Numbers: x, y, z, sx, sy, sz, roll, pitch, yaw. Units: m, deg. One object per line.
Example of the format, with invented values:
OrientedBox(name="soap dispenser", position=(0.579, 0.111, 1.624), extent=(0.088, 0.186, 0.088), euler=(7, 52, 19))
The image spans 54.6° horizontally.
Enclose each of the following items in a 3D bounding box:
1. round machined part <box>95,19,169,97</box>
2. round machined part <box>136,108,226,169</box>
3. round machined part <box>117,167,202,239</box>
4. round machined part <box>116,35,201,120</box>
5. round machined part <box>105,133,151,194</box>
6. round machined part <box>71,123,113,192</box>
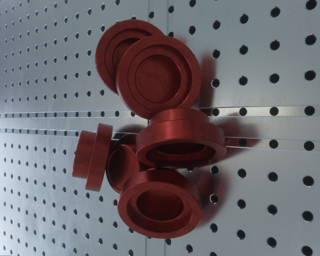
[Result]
OrientedBox(name="round machined part", position=(-0.035, -0.087, 0.404), extent=(0.042, 0.099, 0.097), euler=(-161, 75, -74))
OrientedBox(name="round machined part", position=(0.022, 0.011, 0.348), extent=(0.098, 0.098, 0.042), euler=(-23, 58, 38))
OrientedBox(name="round machined part", position=(0.001, 0.086, 0.376), extent=(0.098, 0.098, 0.042), euler=(-46, 18, 30))
OrientedBox(name="round machined part", position=(-0.004, -0.058, 0.372), extent=(0.042, 0.099, 0.097), euler=(-162, 76, -74))
OrientedBox(name="round machined part", position=(-0.038, 0.056, 0.431), extent=(0.098, 0.042, 0.097), euler=(0, 90, 40))
OrientedBox(name="round machined part", position=(-0.099, 0.040, 0.448), extent=(0.098, 0.042, 0.098), euler=(-167, 89, -79))
